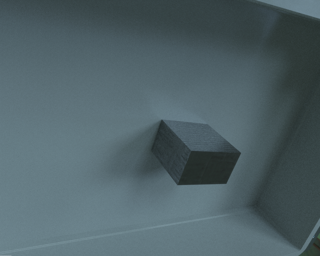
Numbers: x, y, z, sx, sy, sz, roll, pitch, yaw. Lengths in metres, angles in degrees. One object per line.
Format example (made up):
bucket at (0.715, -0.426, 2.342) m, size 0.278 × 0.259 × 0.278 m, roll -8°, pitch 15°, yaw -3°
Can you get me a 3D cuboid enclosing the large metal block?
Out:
large metal block at (0.046, 0.032, 0.420) m, size 0.081 × 0.080 × 0.050 m, roll 5°, pitch 116°, yaw -31°
